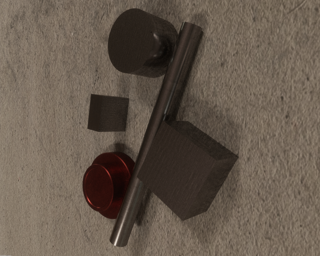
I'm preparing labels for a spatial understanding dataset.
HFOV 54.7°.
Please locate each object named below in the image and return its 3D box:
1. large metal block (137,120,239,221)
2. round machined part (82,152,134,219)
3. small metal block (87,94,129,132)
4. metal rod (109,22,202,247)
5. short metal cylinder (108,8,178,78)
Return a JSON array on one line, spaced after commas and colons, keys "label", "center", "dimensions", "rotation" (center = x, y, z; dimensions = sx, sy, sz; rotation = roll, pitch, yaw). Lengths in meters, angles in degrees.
[{"label": "large metal block", "center": [0.030, 0.046, 0.362], "dimensions": [0.080, 0.050, 0.079], "rotation": [38, 113, 33]}, {"label": "round machined part", "center": [-0.076, 0.085, 0.454], "dimensions": [0.098, 0.042, 0.097], "rotation": [0, 90, 39]}, {"label": "small metal block", "center": [-0.074, -0.021, 0.447], "dimensions": [0.025, 0.050, 0.050], "rotation": [12, 98, 39]}, {"label": "metal rod", "center": [-0.009, 0.016, 0.397], "dimensions": [0.025, 0.025, 0.298], "rotation": [26, 102, 36]}, {"label": "short metal cylinder", "center": [-0.022, -0.108, 0.405], "dimensions": [0.080, 0.050, 0.079], "rotation": [0, 90, 39]}]
